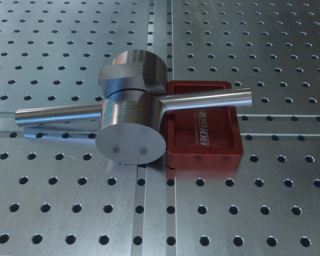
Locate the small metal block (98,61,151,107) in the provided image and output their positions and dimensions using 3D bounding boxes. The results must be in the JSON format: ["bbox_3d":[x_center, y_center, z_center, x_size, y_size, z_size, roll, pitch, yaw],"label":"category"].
[{"bbox_3d":[-0.040,-0.049,0.371,0.050,0.050,0.025,-5,50,7],"label":"small metal block"}]

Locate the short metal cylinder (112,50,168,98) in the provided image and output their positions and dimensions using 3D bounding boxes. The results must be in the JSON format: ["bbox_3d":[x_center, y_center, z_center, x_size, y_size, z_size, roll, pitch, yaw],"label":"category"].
[{"bbox_3d":[-0.030,-0.058,0.418,0.081,0.080,0.050,1,50,0],"label":"short metal cylinder"}]

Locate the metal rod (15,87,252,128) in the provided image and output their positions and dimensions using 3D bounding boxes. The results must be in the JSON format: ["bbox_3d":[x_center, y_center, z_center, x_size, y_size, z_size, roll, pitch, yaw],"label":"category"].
[{"bbox_3d":[-0.039,-0.025,0.398,0.301,0.025,0.025,-5,50,7],"label":"metal rod"}]

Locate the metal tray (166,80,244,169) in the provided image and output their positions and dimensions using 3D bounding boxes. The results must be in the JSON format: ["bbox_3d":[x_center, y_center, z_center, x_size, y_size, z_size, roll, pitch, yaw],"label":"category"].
[{"bbox_3d":[0.054,-0.009,0.412,0.091,0.030,0.130,1,50,1],"label":"metal tray"}]

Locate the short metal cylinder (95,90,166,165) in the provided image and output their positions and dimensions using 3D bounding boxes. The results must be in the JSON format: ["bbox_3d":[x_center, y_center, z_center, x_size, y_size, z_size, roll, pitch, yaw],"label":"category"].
[{"bbox_3d":[-0.033,0.001,0.370,0.080,0.080,0.050,1,50,1],"label":"short metal cylinder"}]
